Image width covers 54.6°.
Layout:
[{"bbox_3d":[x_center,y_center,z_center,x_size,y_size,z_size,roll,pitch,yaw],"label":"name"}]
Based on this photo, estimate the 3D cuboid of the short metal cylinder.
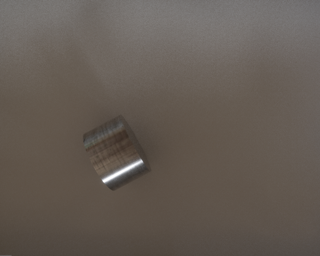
[{"bbox_3d":[-0.052,0.030,0.384,0.050,0.080,0.080,-28,90,0],"label":"short metal cylinder"}]
